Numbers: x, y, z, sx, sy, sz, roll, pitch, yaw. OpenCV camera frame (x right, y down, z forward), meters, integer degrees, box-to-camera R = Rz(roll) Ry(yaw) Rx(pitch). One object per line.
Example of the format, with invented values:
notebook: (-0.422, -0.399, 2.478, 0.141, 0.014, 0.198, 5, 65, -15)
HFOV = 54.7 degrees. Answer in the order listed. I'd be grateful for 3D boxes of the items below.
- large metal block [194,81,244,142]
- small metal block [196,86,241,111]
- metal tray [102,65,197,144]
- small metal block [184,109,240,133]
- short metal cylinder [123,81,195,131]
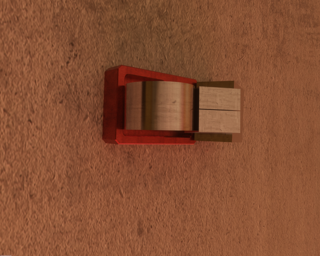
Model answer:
large metal block: (0.087, -0.020, 0.444, 0.080, 0.050, 0.080, 7, 86, -66)
small metal block: (0.062, -0.032, 0.374, 0.050, 0.050, 0.025, 2, 88, -14)
metal tray: (-0.008, -0.024, 0.396, 0.131, 0.030, 0.089, 3, 88, -40)
small metal block: (0.062, -0.007, 0.373, 0.050, 0.050, 0.025, 2, 88, -14)
short metal cylinder: (-0.001, -0.022, 0.353, 0.081, 0.080, 0.050, 1, 90, -40)
